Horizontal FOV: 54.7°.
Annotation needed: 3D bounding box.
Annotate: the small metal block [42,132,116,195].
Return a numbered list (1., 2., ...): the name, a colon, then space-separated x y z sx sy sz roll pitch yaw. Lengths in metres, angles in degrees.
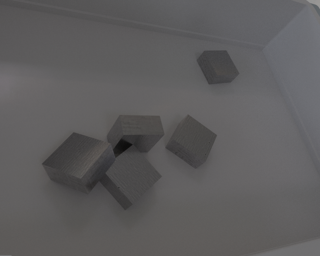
1. small metal block: -0.083 0.035 0.324 0.050 0.025 0.050 15 46 24

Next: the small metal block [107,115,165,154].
1. small metal block: -0.030 0.008 0.368 0.050 0.050 0.025 0 62 -28

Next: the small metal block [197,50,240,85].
1. small metal block: 0.097 -0.103 0.520 0.050 0.025 0.050 -10 67 -32

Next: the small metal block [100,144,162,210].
1. small metal block: -0.035 0.055 0.353 0.050 0.025 0.050 48 51 5

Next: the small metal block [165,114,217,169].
1. small metal block: 0.043 0.018 0.417 0.050 0.025 0.050 35 51 -5
